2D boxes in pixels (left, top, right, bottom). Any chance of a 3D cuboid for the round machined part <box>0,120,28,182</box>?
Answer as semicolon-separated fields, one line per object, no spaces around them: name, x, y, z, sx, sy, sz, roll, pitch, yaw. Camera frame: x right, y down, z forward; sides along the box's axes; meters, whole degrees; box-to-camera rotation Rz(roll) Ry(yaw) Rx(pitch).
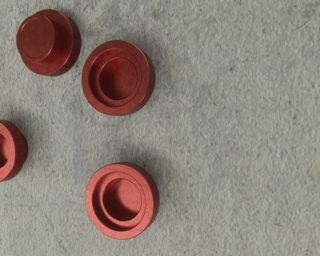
round machined part;-0.249;0.035;0.486;0.098;0.042;0.097;0;90;19

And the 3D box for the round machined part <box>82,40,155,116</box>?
round machined part;-0.052;-0.065;0.417;0.098;0.042;0.097;0;90;19

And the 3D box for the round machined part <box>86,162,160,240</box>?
round machined part;-0.046;0.094;0.415;0.098;0.042;0.097;0;90;19

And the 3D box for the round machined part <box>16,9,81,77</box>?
round machined part;-0.171;-0.128;0.458;0.098;0.042;0.097;0;90;19
